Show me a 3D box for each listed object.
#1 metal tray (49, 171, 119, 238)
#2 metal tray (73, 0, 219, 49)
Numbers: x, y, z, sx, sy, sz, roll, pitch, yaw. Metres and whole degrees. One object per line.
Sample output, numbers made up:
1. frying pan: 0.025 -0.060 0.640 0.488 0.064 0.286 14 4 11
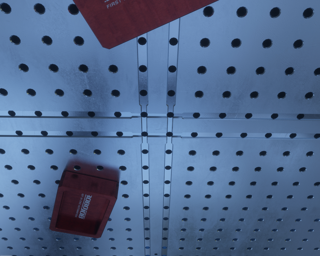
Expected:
1. metal tray: -0.129 0.133 0.519 0.091 0.030 0.129 15 129 -13
2. metal tray: -0.017 -0.140 0.289 0.130 0.030 0.090 -20 128 16
